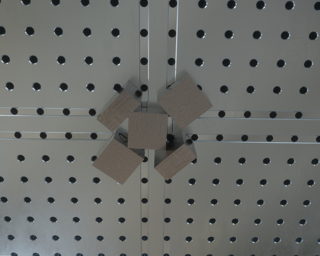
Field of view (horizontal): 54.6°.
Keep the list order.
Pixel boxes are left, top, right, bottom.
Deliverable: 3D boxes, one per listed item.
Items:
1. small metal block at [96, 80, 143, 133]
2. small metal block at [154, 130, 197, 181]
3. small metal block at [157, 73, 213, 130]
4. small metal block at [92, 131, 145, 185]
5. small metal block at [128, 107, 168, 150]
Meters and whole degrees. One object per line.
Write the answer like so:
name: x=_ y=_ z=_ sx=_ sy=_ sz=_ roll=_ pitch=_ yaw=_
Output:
small metal block: x=-0.049 y=-0.028 z=0.389 sx=0.025 sy=0.050 sz=0.050 roll=42 pitch=105 yaw=-15
small metal block: x=0.020 y=0.035 z=0.413 sx=0.050 sy=0.050 sz=0.025 roll=-40 pitch=105 yaw=13
small metal block: x=0.032 y=-0.035 z=0.401 sx=0.050 sy=0.025 sz=0.050 roll=-38 pitch=106 yaw=13
small metal block: x=-0.056 y=0.042 z=0.428 sx=0.050 sy=0.025 sz=0.050 roll=36 pitch=106 yaw=-13
small metal block: x=-0.016 y=0.000 z=0.413 sx=0.050 sy=0.025 sz=0.050 roll=4 pitch=109 yaw=0
